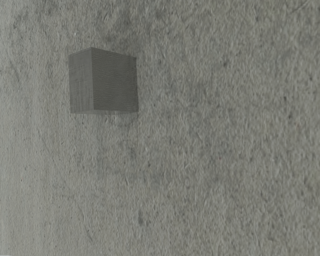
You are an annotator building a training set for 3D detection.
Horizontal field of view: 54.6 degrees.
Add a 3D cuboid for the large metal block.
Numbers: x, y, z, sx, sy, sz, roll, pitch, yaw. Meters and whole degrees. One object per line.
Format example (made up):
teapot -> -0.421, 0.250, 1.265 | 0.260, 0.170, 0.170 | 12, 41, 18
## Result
large metal block -> -0.078, -0.061, 0.435 | 0.050, 0.081, 0.080 | -5, 87, 40
